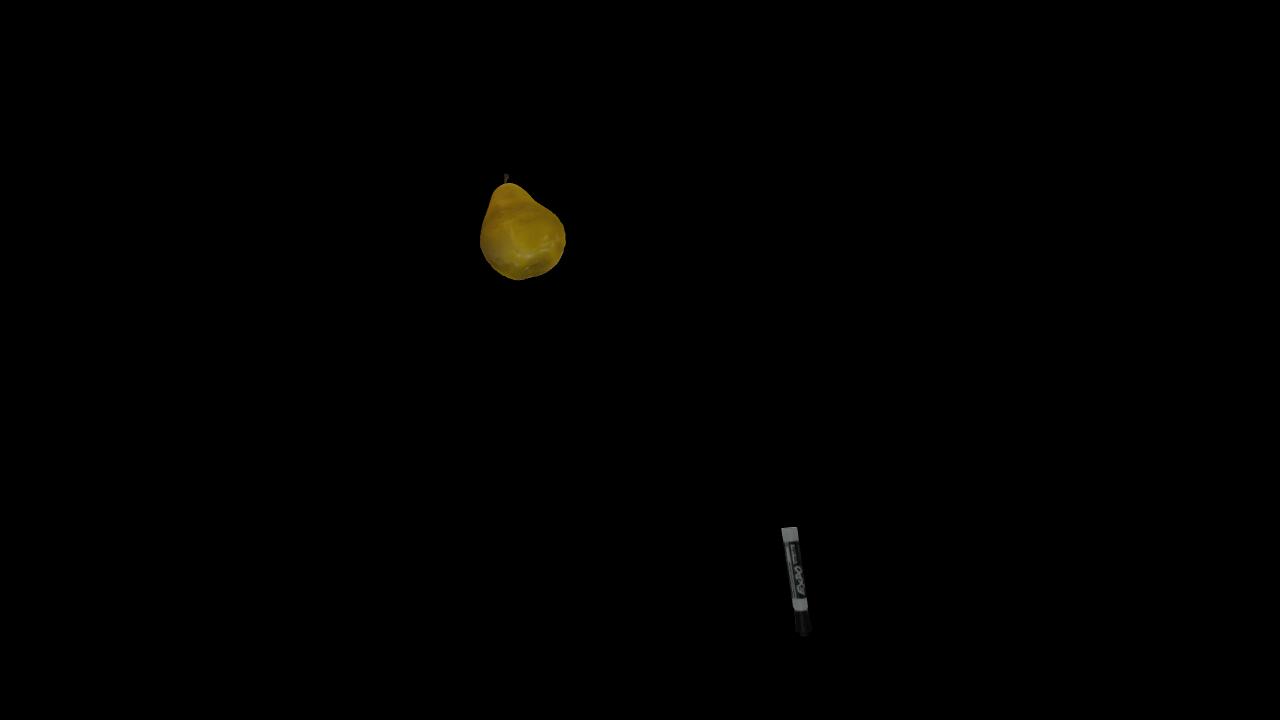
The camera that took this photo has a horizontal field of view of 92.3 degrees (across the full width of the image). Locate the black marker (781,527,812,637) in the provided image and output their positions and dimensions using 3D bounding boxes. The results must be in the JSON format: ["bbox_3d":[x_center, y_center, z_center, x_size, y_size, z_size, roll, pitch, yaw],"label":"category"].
[{"bbox_3d":[0.184,0.258,0.719,0.020,0.121,0.020,-6,-12,-1],"label":"black marker"}]

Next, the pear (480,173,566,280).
[{"bbox_3d":[-0.120,-0.134,0.583,0.080,0.111,0.080,-27,-12,-6],"label":"pear"}]
